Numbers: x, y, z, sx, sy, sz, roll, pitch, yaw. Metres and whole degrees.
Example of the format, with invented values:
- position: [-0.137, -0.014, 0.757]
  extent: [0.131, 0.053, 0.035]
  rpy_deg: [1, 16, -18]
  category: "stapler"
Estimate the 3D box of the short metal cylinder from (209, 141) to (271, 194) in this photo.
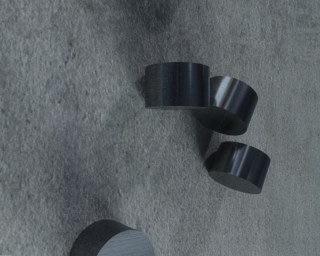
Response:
- position: [0.122, 0.061, 0.474]
  extent: [0.080, 0.080, 0.050]
  rpy_deg: [38, 67, -34]
  category: "short metal cylinder"

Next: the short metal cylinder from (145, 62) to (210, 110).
- position: [0.022, -0.050, 0.389]
  extent: [0.081, 0.080, 0.050]
  rpy_deg: [0, 90, -40]
  category: "short metal cylinder"

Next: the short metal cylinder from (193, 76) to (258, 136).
- position: [0.095, -0.031, 0.451]
  extent: [0.080, 0.080, 0.050]
  rpy_deg: [40, 66, -33]
  category: "short metal cylinder"

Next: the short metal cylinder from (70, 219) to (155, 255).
- position: [-0.053, 0.148, 0.346]
  extent: [0.081, 0.050, 0.079]
  rpy_deg: [0, 90, -40]
  category: "short metal cylinder"
